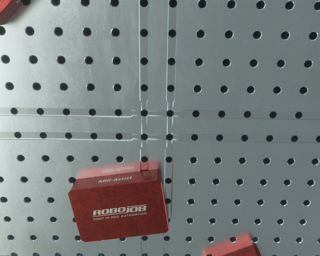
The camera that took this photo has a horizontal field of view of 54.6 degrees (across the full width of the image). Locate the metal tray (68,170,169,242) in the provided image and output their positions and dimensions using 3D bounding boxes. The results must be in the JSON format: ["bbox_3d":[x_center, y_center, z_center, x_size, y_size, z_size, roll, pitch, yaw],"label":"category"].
[{"bbox_3d":[-0.057,0.114,0.452,0.131,0.030,0.089,-8,110,2],"label":"metal tray"}]

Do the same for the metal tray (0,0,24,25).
[{"bbox_3d":[-0.178,-0.189,0.339,0.130,0.030,0.090,-40,105,13],"label":"metal tray"}]

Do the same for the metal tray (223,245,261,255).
[{"bbox_3d":[0.140,0.263,0.508,0.090,0.030,0.130,-24,109,8],"label":"metal tray"}]
